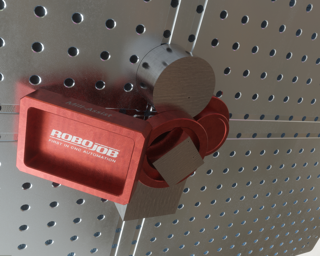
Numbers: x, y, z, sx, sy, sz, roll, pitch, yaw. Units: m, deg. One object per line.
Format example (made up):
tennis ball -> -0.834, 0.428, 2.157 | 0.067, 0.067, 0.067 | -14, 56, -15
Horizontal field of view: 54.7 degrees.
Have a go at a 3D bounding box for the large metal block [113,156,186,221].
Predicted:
large metal block -> -0.015, 0.077, 0.431 | 0.081, 0.050, 0.079 | 1, 118, -29

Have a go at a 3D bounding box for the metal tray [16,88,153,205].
metal tray -> -0.082, 0.020, 0.329 | 0.131, 0.030, 0.089 | 17, 114, 4

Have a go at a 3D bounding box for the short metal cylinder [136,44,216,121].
short metal cylinder -> 0.018, -0.054, 0.371 | 0.081, 0.050, 0.079 | -14, 124, -21

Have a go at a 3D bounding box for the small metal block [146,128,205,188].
small metal block -> 0.017, 0.034, 0.361 | 0.050, 0.025, 0.050 | -36, 129, -4

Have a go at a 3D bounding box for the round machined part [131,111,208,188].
round machined part -> 0.006, 0.022, 0.379 | 0.099, 0.042, 0.097 | -14, 124, -21

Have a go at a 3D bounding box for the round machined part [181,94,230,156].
round machined part -> 0.056, 0.001, 0.430 | 0.099, 0.042, 0.097 | -14, 124, -21
